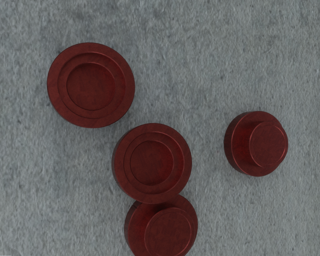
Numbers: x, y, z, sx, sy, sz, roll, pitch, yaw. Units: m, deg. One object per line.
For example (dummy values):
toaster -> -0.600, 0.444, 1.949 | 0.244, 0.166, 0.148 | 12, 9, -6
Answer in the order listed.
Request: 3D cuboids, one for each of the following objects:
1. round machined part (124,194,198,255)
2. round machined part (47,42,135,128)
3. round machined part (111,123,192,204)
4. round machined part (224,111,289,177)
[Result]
round machined part -> 0.006, 0.132, 0.404 | 0.099, 0.042, 0.097 | 0, 90, -21
round machined part -> -0.083, -0.048, 0.370 | 0.099, 0.042, 0.097 | 0, 90, -21
round machined part -> -0.013, 0.044, 0.393 | 0.099, 0.042, 0.097 | 2, 84, -19
round machined part -> 0.148, 0.024, 0.456 | 0.099, 0.042, 0.097 | 0, 90, -21
